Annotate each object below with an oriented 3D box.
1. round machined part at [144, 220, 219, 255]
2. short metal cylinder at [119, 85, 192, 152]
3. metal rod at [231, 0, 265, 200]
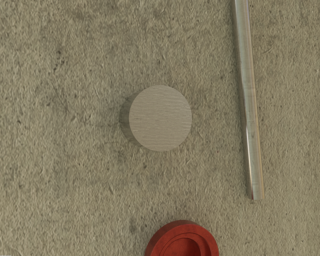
[{"bbox_3d":[0.025,0.171,0.411,0.099,0.042,0.097,0,90,-21],"label":"round machined part"},{"bbox_3d":[-0.007,-0.012,0.394,0.081,0.050,0.079,0,90,-21],"label":"short metal cylinder"},{"bbox_3d":[0.130,-0.044,0.458,0.025,0.025,0.298,-6,92,-20],"label":"metal rod"}]
